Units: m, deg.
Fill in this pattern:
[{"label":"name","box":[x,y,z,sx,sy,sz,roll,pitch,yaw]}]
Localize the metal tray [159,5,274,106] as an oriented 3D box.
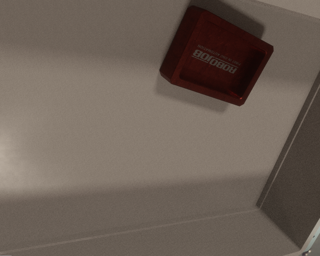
[{"label":"metal tray","box":[0.075,-0.086,0.394,0.131,0.030,0.089,13,112,-34]}]
